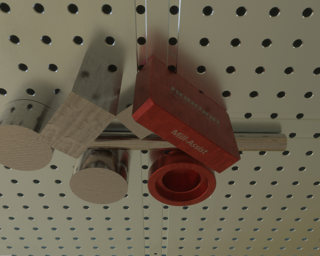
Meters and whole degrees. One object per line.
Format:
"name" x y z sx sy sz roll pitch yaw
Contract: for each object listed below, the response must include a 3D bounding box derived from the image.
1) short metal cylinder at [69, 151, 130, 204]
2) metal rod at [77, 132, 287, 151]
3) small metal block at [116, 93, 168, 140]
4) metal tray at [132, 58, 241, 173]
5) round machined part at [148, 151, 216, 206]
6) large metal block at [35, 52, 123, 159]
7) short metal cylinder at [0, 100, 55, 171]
"short metal cylinder" -0.085 0.066 0.450 0.081 0.050 0.079 0 130 0
"metal rod" 0.020 0.018 0.427 0.302 0.025 0.025 1 130 -1
"small metal block" -0.021 -0.019 0.395 0.050 0.025 0.050 -32 124 24
"metal tray" 0.031 -0.014 0.356 0.130 0.090 0.030 33 123 -25
"round machined part" 0.032 0.070 0.460 0.099 0.042 0.097 0 130 0
"large metal block" -0.089 -0.025 0.353 0.050 0.080 0.080 31 123 -24
"short metal cylinder" -0.174 0.010 0.402 0.081 0.050 0.079 0 130 0
